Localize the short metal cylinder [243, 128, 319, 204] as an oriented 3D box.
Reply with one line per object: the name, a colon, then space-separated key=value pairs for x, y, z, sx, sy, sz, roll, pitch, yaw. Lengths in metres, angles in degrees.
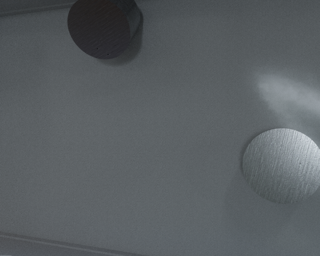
short metal cylinder: x=0.137 y=0.040 z=0.349 sx=0.080 sy=0.050 sz=0.079 roll=0 pitch=90 yaw=19

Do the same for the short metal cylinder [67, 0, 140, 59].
short metal cylinder: x=-0.071 y=-0.136 z=0.400 sx=0.080 sy=0.050 sz=0.079 roll=7 pitch=130 yaw=8
